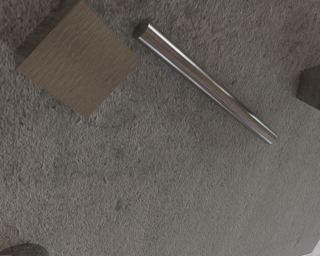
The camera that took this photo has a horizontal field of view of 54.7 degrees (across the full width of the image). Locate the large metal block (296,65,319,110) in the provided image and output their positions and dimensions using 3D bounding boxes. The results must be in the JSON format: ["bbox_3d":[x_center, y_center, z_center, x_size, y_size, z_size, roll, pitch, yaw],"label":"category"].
[{"bbox_3d":[0.278,-0.064,0.484,0.081,0.080,0.050,-19,126,-17],"label":"large metal block"}]

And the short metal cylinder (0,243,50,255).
[{"bbox_3d":[-0.187,0.203,0.415,0.081,0.050,0.079,-14,124,-21],"label":"short metal cylinder"}]

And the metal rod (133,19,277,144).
[{"bbox_3d":[0.081,-0.045,0.423,0.301,0.025,0.025,31,101,-38],"label":"metal rod"}]

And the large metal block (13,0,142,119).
[{"bbox_3d":[-0.080,-0.070,0.304,0.080,0.050,0.080,-46,129,4],"label":"large metal block"}]
